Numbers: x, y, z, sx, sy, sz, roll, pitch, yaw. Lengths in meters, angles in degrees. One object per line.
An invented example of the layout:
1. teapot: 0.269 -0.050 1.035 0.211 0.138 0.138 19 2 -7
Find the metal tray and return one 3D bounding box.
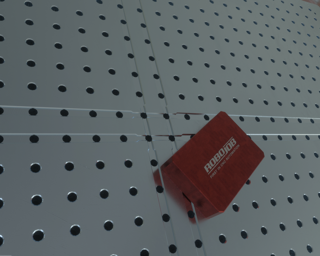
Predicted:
1. metal tray: 0.076 0.044 0.418 0.090 0.030 0.131 47 51 5
